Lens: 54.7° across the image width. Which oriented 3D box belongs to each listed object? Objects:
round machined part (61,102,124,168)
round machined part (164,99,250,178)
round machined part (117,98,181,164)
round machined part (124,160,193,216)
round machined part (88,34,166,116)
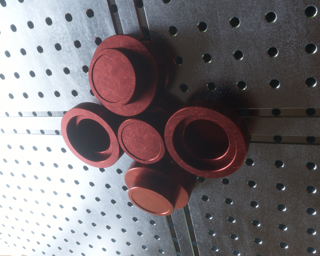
[{"bbox_3d":[-0.090,0.006,0.449,0.098,0.042,0.097,13,124,20],"label":"round machined part"},{"bbox_3d":[0.059,0.009,0.374,0.098,0.042,0.097,13,124,20],"label":"round machined part"},{"bbox_3d":[-0.016,0.009,0.411,0.098,0.042,0.097,13,124,20],"label":"round machined part"},{"bbox_3d":[-0.006,0.089,0.442,0.098,0.042,0.097,15,139,14],"label":"round machined part"},{"bbox_3d":[-0.046,-0.062,0.370,0.098,0.042,0.097,8,108,27],"label":"round machined part"}]
